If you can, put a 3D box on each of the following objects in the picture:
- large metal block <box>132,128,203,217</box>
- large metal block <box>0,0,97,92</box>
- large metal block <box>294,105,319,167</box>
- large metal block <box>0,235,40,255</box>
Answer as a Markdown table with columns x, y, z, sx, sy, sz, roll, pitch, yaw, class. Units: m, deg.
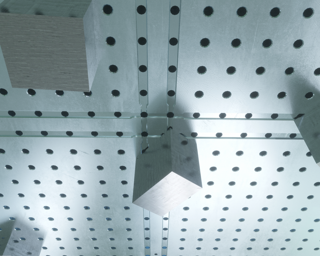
| x | y | z | sx | sy | sz | roll | pitch | yaw | class |
| --- | --- | --- | --- | --- | --- | --- | --- | --- | --- |
| 0.008 | 0.061 | 0.427 | 0.050 | 0.080 | 0.080 | 32 | 123 | -24 | large metal block |
| -0.112 | -0.087 | 0.321 | 0.080 | 0.050 | 0.080 | 3 | 130 | -3 | large metal block |
| 0.228 | 0.024 | 0.398 | 0.050 | 0.080 | 0.080 | -37 | 121 | 27 | large metal block |
| -0.305 | 0.266 | 0.619 | 0.080 | 0.050 | 0.080 | -24 | 126 | 19 | large metal block |
